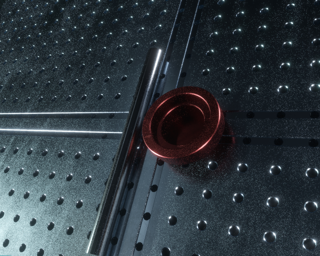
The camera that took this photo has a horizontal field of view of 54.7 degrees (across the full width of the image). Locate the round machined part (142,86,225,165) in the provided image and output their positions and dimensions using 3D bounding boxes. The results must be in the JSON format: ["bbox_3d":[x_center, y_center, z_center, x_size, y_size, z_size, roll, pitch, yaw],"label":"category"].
[{"bbox_3d":[0.031,0.000,0.381,0.098,0.042,0.098,-13,56,21],"label":"round machined part"}]

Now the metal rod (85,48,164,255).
[{"bbox_3d":[-0.040,0.015,0.420,0.025,0.025,0.300,0,62,28],"label":"metal rod"}]
